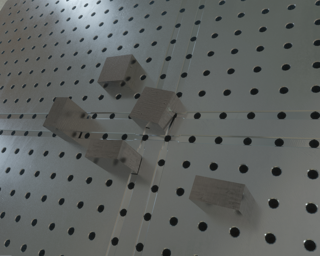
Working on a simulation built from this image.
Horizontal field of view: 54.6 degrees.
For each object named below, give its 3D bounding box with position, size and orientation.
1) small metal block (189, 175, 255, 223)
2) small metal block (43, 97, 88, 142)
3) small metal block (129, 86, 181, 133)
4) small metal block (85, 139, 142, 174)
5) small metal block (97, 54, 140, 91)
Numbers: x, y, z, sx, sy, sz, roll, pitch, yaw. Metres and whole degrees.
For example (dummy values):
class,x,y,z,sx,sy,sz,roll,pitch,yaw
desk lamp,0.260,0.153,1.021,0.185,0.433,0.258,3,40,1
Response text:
class,x,y,z,sx,sy,sz,roll,pitch,yaw
small metal block,0.064,0.072,0.315,0.050,0.050,0.025,6,65,31
small metal block,-0.144,-0.013,0.477,0.025,0.050,0.050,3,63,30
small metal block,-0.006,-0.027,0.429,0.050,0.025,0.050,15,70,34
small metal block,-0.059,0.037,0.402,0.050,0.050,0.025,0,62,28
small metal block,-0.066,-0.089,0.499,0.050,0.025,0.050,0,62,28
